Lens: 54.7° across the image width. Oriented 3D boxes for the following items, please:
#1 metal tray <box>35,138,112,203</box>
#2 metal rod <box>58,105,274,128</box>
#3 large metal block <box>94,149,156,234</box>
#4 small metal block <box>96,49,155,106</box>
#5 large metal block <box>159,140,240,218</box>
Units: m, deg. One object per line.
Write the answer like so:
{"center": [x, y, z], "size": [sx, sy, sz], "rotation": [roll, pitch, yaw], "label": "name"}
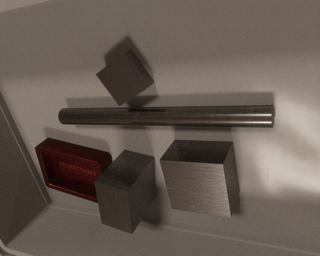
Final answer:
{"center": [-0.141, 0.072, 0.521], "size": [0.130, 0.030, 0.089], "rotation": [11, 123, 21], "label": "metal tray"}
{"center": [-0.012, -0.015, 0.403], "size": [0.301, 0.025, 0.025], "rotation": [1, 119, 27], "label": "metal rod"}
{"center": [-0.046, 0.091, 0.452], "size": [0.050, 0.080, 0.079], "rotation": [12, 123, 21], "label": "large metal block"}
{"center": [-0.044, -0.063, 0.391], "size": [0.050, 0.025, 0.050], "rotation": [-27, 104, 37], "label": "small metal block"}
{"center": [0.054, 0.063, 0.402], "size": [0.080, 0.050, 0.079], "rotation": [1, 119, 27], "label": "large metal block"}
